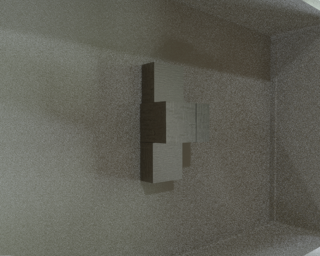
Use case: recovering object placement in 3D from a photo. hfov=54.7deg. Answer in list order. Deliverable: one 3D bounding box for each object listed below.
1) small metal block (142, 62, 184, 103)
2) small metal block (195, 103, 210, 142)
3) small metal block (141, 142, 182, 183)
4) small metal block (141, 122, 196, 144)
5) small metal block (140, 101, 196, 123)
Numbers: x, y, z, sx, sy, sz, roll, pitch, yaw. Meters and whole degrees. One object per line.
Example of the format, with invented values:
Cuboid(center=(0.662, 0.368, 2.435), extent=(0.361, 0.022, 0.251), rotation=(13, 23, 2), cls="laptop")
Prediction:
Cuboid(center=(0.004, -0.057, 0.407), extent=(0.050, 0.025, 0.050), rotation=(0, 90, -40), cls="small metal block")
Cuboid(center=(0.040, -0.007, 0.421), extent=(0.025, 0.050, 0.050), rotation=(0, 90, -40), cls="small metal block")
Cuboid(center=(0.003, 0.043, 0.406), extent=(0.050, 0.025, 0.050), rotation=(0, 90, -40), cls="small metal block")
Cuboid(center=(0.010, 0.005, 0.397), extent=(0.050, 0.050, 0.025), rotation=(0, 91, -40), cls="small metal block")
Cuboid(center=(0.010, -0.019, 0.396), extent=(0.050, 0.050, 0.025), rotation=(0, 91, -40), cls="small metal block")
